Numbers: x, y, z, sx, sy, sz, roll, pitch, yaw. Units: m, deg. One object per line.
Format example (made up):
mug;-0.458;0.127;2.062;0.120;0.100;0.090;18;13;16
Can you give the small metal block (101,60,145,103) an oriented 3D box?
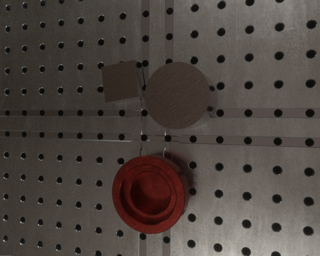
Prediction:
small metal block;-0.050;-0.063;0.429;0.050;0.025;0.050;-8;87;19

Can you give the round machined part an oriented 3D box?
round machined part;-0.009;0.084;0.406;0.098;0.042;0.097;0;90;19

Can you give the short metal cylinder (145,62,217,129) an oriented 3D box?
short metal cylinder;0.027;-0.038;0.389;0.080;0.050;0.079;0;90;19
